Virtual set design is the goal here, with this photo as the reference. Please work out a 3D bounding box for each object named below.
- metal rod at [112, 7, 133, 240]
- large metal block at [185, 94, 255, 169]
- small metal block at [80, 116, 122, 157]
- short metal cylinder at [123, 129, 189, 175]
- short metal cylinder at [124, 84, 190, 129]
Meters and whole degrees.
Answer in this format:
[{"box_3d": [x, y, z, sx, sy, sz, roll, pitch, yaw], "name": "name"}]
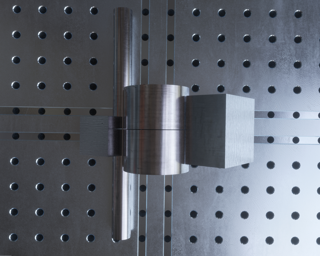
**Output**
[{"box_3d": [-0.050, -0.006, 0.408, 0.025, 0.025, 0.298, 0, 90, 0], "name": "metal rod"}, {"box_3d": [0.075, 0.003, 0.375, 0.050, 0.081, 0.079, 1, 91, 38], "name": "large metal block"}, {"box_3d": [-0.076, 0.010, 0.398, 0.050, 0.025, 0.050, 0, 89, 34], "name": "small metal block"}, {"box_3d": [-0.004, 0.027, 0.382, 0.081, 0.080, 0.050, 1, 90, 0], "name": "short metal cylinder"}, {"box_3d": [-0.004, -0.024, 0.382, 0.081, 0.080, 0.050, 1, 90, 0], "name": "short metal cylinder"}]
